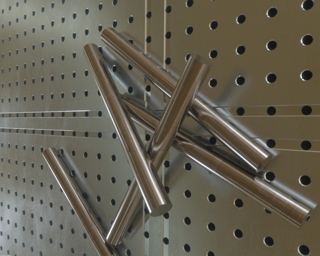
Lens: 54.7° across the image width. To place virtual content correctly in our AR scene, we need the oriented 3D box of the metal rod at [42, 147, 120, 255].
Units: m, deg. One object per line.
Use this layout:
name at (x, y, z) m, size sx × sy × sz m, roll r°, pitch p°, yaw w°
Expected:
metal rod at (-0.119, 0.145, 0.504) m, size 0.300 × 0.025 × 0.025 m, roll 49°, pitch 119°, yaw 28°

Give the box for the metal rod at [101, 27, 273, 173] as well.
metal rod at (0.014, -0.052, 0.395) m, size 0.300 × 0.025 × 0.025 m, roll 44°, pitch 116°, yaw 31°

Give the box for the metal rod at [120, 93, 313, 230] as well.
metal rod at (0.034, 0.021, 0.379) m, size 0.300 × 0.025 × 0.025 m, roll 32°, pitch 110°, yaw 35°

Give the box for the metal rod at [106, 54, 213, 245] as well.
metal rod at (-0.013, 0.047, 0.391) m, size 0.025 × 0.025 × 0.298 m, roll 44°, pitch 124°, yaw 30°

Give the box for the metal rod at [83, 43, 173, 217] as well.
metal rod at (-0.055, -0.020, 0.411) m, size 0.025 × 0.025 × 0.300 m, roll -51°, pitch 48°, yaw 27°
